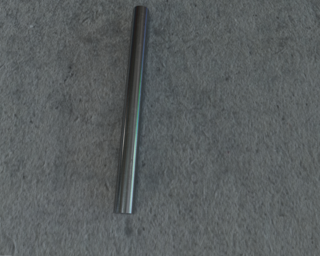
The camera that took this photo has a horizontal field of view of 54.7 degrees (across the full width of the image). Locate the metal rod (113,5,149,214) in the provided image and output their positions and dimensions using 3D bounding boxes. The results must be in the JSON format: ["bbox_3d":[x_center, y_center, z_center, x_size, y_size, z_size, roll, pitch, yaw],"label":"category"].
[{"bbox_3d":[-0.036,-0.038,0.421,0.025,0.025,0.299,3,70,1],"label":"metal rod"}]
